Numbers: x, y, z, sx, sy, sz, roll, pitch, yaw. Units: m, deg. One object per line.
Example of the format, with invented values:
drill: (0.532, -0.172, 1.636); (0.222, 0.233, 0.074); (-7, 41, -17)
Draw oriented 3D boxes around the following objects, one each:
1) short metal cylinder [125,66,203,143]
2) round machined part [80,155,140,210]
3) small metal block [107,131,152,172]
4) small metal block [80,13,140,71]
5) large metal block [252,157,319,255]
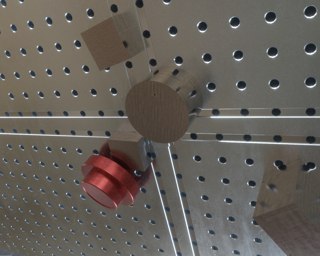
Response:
short metal cylinder: (0.006, -0.028, 0.373); (0.080, 0.050, 0.079); (13, 124, 20)
round machined part: (-0.083, 0.090, 0.479); (0.098, 0.042, 0.097); (24, 145, 18)
small metal block: (-0.044, 0.033, 0.453); (0.050, 0.025, 0.050); (3, 120, 26)
small metal block: (-0.060, -0.104, 0.377); (0.050, 0.025, 0.050); (-14, 112, 33)
large metal block: (0.158, 0.094, 0.351); (0.080, 0.080, 0.050); (48, 129, -6)
